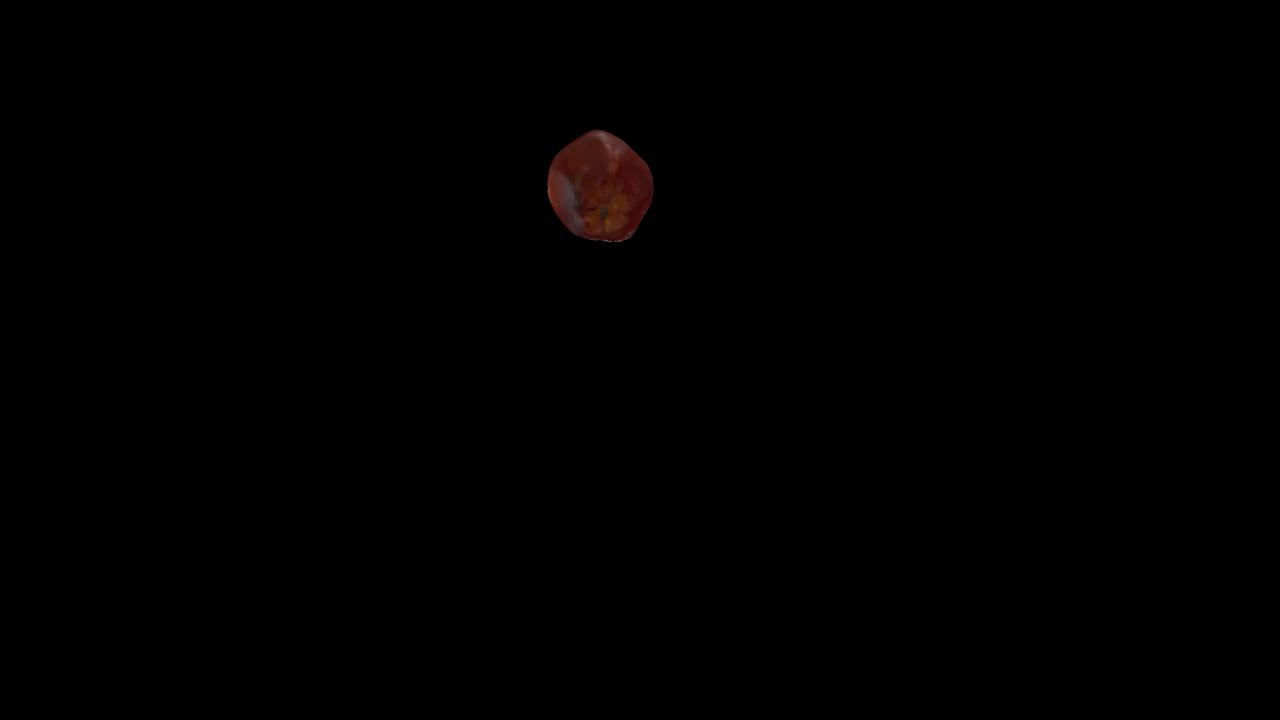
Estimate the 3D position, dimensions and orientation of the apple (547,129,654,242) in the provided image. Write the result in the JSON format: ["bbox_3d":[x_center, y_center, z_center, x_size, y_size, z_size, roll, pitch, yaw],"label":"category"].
[{"bbox_3d":[-0.029,-0.125,0.454,0.079,0.079,0.093,0,33,-13],"label":"apple"}]
